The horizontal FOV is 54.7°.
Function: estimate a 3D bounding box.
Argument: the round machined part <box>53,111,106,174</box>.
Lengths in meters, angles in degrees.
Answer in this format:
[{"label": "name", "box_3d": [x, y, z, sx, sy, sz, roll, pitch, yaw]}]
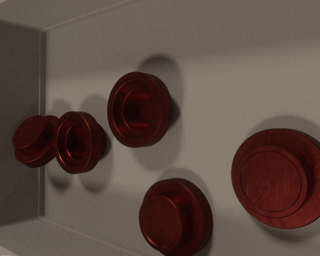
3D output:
[{"label": "round machined part", "box_3d": [-0.124, 0.022, 0.494, 0.098, 0.042, 0.097, 1, 91, 38]}]

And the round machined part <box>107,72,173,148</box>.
[{"label": "round machined part", "box_3d": [-0.022, -0.023, 0.412, 0.098, 0.042, 0.097, 0, 90, 39]}]

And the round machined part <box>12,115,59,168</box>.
[{"label": "round machined part", "box_3d": [-0.214, 0.016, 0.538, 0.098, 0.042, 0.098, -15, 50, 19]}]

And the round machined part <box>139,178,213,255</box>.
[{"label": "round machined part", "box_3d": [0.012, 0.113, 0.384, 0.098, 0.042, 0.097, 0, 90, 39]}]

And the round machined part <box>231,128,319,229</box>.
[{"label": "round machined part", "box_3d": [0.114, 0.049, 0.301, 0.098, 0.042, 0.097, 0, 90, 39]}]
